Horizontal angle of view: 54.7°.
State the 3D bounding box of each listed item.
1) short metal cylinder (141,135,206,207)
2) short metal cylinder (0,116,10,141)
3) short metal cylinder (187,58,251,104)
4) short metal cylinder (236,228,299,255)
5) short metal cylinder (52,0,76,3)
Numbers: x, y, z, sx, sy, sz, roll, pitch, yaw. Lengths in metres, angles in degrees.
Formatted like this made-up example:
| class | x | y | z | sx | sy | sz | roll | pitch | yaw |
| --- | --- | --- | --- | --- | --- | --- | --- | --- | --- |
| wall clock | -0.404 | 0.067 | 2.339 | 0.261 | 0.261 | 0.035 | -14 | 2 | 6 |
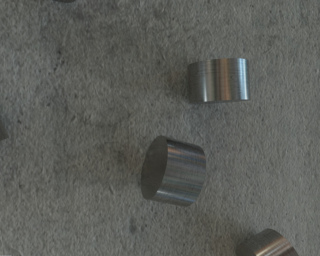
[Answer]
| class | x | y | z | sx | sy | sz | roll | pitch | yaw |
| --- | --- | --- | --- | --- | --- | --- | --- | --- | --- |
| short metal cylinder | 0.015 | 0.054 | 0.386 | 0.050 | 0.080 | 0.080 | 16 | 85 | -20 |
| short metal cylinder | -0.201 | 0.001 | 0.306 | 0.081 | 0.080 | 0.050 | -22 | 98 | -19 |
| short metal cylinder | 0.077 | -0.059 | 0.410 | 0.081 | 0.080 | 0.050 | -4 | 92 | -20 |
| short metal cylinder | 0.154 | 0.192 | 0.439 | 0.050 | 0.080 | 0.080 | -22 | 98 | -19 |
| short metal cylinder | -0.121 | -0.181 | 0.335 | 0.080 | 0.080 | 0.050 | 20 | 83 | -19 |
